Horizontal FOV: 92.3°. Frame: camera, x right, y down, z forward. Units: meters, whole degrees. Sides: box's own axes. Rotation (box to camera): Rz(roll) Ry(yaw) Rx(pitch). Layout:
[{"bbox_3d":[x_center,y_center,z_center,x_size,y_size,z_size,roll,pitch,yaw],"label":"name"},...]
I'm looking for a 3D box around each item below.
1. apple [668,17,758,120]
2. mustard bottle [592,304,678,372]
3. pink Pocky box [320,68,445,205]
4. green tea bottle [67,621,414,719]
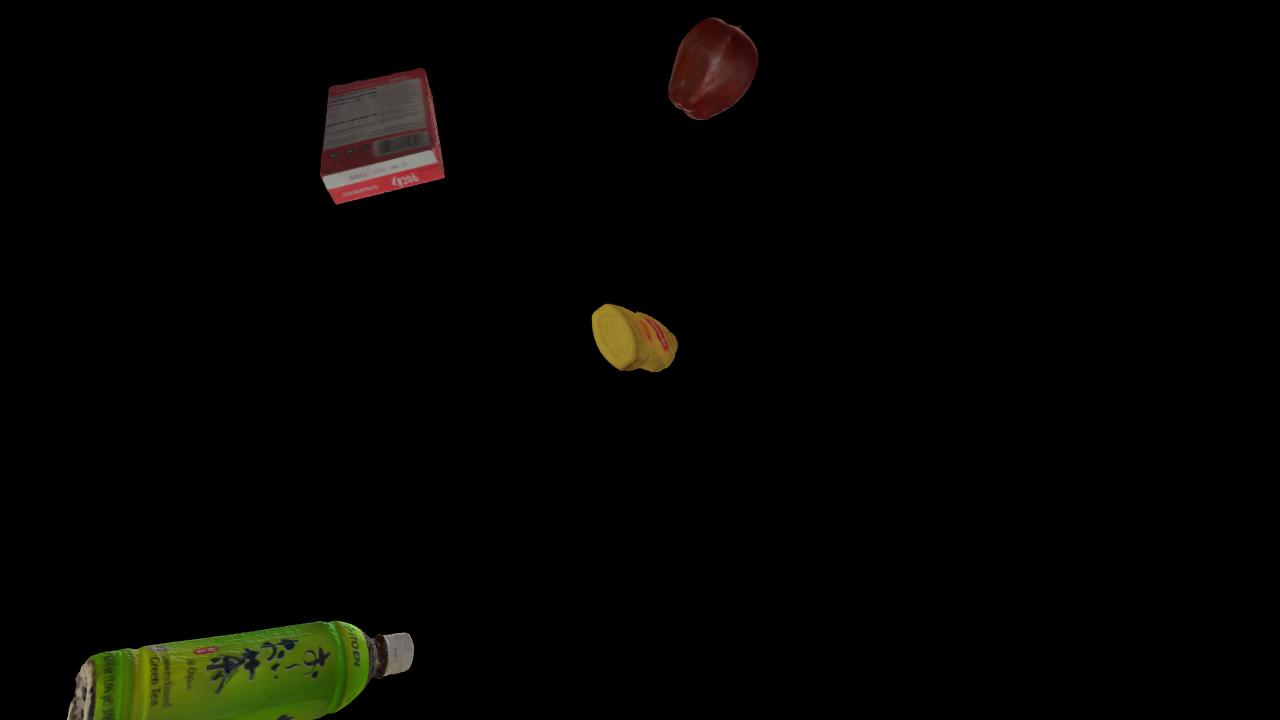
[{"bbox_3d":[0.070,-0.281,0.597,0.079,0.093,0.079,34,15,-10],"label":"apple"},{"bbox_3d":[0.006,-0.026,0.860,0.054,0.092,0.184,-39,-19,20],"label":"mustard bottle"},{"bbox_3d":[-0.207,-0.186,0.497,0.084,0.155,0.029,-16,-41,-8],"label":"pink Pocky box"},{"bbox_3d":[-0.272,0.231,0.449,0.073,0.073,0.212,0,-7,43],"label":"green tea bottle"}]
